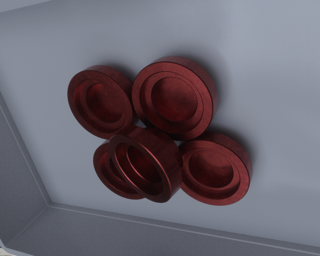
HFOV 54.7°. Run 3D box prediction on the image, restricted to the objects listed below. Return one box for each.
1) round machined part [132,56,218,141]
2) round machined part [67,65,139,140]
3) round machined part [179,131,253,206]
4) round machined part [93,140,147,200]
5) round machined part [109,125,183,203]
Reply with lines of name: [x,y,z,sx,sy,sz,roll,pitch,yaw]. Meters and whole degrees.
round machined part: [0.020,-0.037,0.361,0.098,0.042,0.097,13,124,20]
round machined part: [-0.068,-0.036,0.407,0.098,0.042,0.097,13,124,20]
round machined part: [0.066,0.046,0.388,0.098,0.042,0.097,13,124,20]
round machined part: [-0.044,0.053,0.450,0.098,0.042,0.097,13,124,20]
round machined part: [-0.012,0.037,0.368,0.098,0.042,0.097,30,141,28]
